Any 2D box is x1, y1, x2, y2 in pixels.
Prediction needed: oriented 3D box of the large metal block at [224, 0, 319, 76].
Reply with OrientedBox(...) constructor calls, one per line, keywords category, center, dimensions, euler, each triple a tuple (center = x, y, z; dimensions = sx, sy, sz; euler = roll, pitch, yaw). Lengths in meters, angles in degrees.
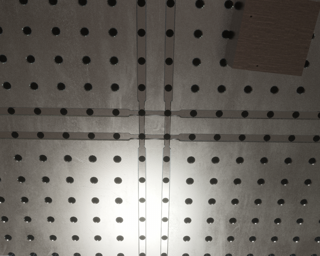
OrientedBox(category="large metal block", center=(0.126, -0.109, 0.362), dimensions=(0.081, 0.050, 0.079), euler=(6, 110, -3))
